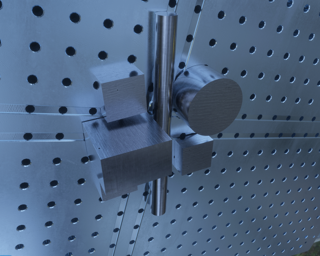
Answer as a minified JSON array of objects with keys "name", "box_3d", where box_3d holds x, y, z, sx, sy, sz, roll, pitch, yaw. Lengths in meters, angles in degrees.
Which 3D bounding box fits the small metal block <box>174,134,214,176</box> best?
[{"name":"small metal block","box_3d":[0.050,0.038,0.464,0.050,0.025,0.050,-14,124,-21]}]

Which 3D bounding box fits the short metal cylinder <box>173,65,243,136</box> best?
[{"name":"short metal cylinder","box_3d":[0.060,-0.036,0.406,0.081,0.050,0.079,-14,125,-21]}]

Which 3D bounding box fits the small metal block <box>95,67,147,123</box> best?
[{"name":"small metal block","box_3d":[-0.045,-0.039,0.364,0.050,0.025,0.050,-16,125,-20]}]

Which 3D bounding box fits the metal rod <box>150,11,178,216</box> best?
[{"name":"metal rod","box_3d":[0.002,0.003,0.415,0.025,0.025,0.298,-12,124,-22]}]

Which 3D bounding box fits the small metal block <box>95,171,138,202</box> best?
[{"name":"small metal block","box_3d":[-0.060,0.066,0.421,0.050,0.025,0.050,-15,125,-21]}]

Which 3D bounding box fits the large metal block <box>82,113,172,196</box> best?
[{"name":"large metal block","box_3d":[-0.040,0.024,0.368,0.081,0.080,0.050,-15,125,-21]}]
